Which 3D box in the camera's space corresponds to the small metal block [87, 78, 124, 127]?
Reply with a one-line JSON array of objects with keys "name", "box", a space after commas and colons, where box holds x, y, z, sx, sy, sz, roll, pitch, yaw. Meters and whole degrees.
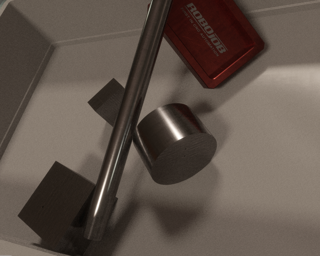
[{"name": "small metal block", "box": [-0.066, -0.035, 0.444, 0.050, 0.050, 0.025, -44, 51, -2]}]

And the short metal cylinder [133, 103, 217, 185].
[{"name": "short metal cylinder", "box": [0.016, 0.019, 0.349, 0.080, 0.080, 0.050, -36, 52, 4]}]

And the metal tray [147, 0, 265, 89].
[{"name": "metal tray", "box": [0.057, -0.125, 0.393, 0.090, 0.130, 0.030, -39, 8, 2]}]

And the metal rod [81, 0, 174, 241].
[{"name": "metal rod", "box": [-0.034, -0.021, 0.354, 0.025, 0.025, 0.298, 15, 88, 34]}]

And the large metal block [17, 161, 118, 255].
[{"name": "large metal block", "box": [-0.114, 0.099, 0.387, 0.080, 0.050, 0.080, 21, 73, 35]}]
